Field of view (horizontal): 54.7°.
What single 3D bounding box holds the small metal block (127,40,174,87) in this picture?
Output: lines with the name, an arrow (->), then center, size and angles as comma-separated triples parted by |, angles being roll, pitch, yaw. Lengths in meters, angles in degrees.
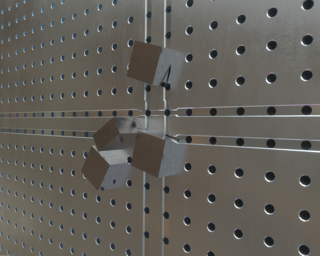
small metal block -> -0.014, -0.087, 0.419 | 0.050, 0.025, 0.050 | 24, 105, 37

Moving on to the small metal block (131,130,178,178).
small metal block -> -0.008, 0.033, 0.414 | 0.050, 0.025, 0.050 | 18, 102, 38

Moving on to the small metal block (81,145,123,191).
small metal block -> -0.092, 0.061, 0.482 | 0.050, 0.025, 0.050 | 40, 114, 32

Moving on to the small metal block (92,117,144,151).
small metal block -> -0.058, 0.009, 0.438 | 0.050, 0.050, 0.025 | -37, 67, 33
